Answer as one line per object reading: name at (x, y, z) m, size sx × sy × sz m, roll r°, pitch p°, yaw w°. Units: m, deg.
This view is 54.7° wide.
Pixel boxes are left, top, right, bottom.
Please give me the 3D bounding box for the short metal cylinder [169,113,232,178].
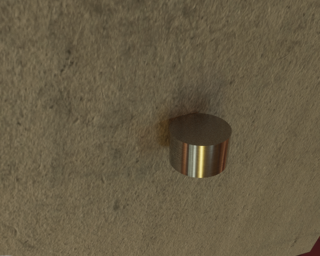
short metal cylinder at (0.053, 0.021, 0.415) m, size 0.081 × 0.080 × 0.050 m, roll -14°, pitch 125°, yaw -21°
